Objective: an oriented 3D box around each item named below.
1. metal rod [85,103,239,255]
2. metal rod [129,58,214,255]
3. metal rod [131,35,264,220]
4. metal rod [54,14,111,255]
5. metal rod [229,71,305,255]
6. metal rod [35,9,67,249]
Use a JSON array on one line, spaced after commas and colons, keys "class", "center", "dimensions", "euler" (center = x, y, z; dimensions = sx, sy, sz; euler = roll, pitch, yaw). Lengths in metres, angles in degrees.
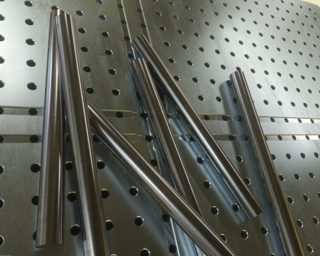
[{"class": "metal rod", "center": [0.015, 0.083, 0.341], "dimensions": [0.300, 0.025, 0.025], "euler": [45, 51, 12]}, {"class": "metal rod", "center": [0.016, 0.038, 0.392], "dimensions": [0.025, 0.025, 0.299], "euler": [-7, 65, -31]}, {"class": "metal rod", "center": [0.046, -0.010, 0.438], "dimensions": [0.025, 0.025, 0.299], "euler": [-23, 74, -36]}, {"class": "metal rod", "center": [-0.087, 0.004, 0.339], "dimensions": [0.025, 0.025, 0.299], "euler": [-2, 69, -29]}, {"class": "metal rod", "center": [0.153, 0.041, 0.464], "dimensions": [0.025, 0.025, 0.299], "euler": [5, 59, -26]}, {"class": "metal rod", "center": [-0.120, -0.022, 0.356], "dimensions": [0.025, 0.025, 0.299], "euler": [6, 59, -25]}]
